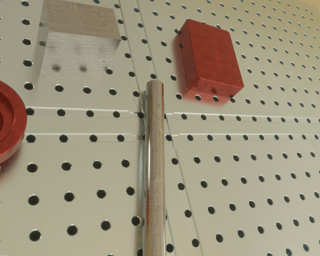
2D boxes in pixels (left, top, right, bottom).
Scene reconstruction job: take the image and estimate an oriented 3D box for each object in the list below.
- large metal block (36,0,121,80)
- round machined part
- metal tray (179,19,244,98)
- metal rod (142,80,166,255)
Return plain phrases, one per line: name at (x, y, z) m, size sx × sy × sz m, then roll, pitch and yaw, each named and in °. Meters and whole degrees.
large metal block at (-0.103, -0.105, 0.382) m, size 0.081 × 0.080 × 0.050 m, roll -2°, pitch 63°, yaw -30°
round machined part at (-0.184, -0.002, 0.300) m, size 0.099 × 0.042 × 0.098 m, roll 14°, pitch 56°, yaw -21°
metal tray at (0.085, -0.119, 0.526) m, size 0.091 × 0.030 × 0.130 m, roll 8°, pitch 58°, yaw -24°
metal rod at (-0.006, 0.067, 0.364) m, size 0.025 × 0.025 × 0.299 m, roll 13°, pitch 56°, yaw -21°
